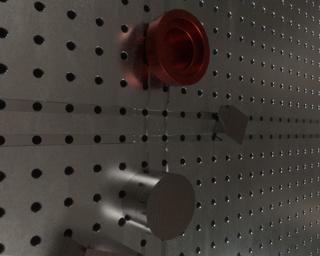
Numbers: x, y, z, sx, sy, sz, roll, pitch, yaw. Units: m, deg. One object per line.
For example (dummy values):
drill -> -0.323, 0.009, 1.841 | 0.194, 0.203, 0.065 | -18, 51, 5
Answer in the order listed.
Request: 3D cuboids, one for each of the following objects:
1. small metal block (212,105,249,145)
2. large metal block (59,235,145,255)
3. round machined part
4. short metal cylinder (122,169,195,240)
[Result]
small metal block -> 0.117, -0.004, 0.510 | 0.050, 0.025, 0.050 | 31, 71, -36
large metal block -> -0.070, 0.169, 0.336 | 0.080, 0.050, 0.080 | 27, 73, -37
round machined part -> 0.019, -0.104, 0.416 | 0.099, 0.042, 0.097 | 0, 90, -40
short metal cylinder -> -0.001, 0.095, 0.394 | 0.081, 0.050, 0.079 | 0, 90, -40
